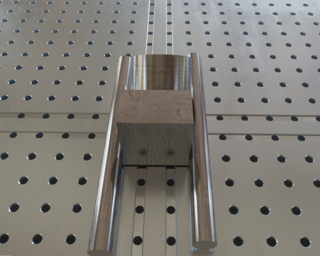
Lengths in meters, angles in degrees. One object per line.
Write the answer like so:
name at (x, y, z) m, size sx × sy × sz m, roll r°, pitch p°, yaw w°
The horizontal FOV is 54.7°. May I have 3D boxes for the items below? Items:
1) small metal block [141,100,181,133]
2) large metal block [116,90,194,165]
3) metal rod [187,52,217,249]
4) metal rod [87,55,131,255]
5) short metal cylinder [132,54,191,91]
small metal block at (0.001, -0.017, 0.405) m, size 0.050 × 0.050 × 0.025 m, roll 1°, pitch 50°, yaw 0°
large metal block at (-0.005, 0.001, 0.368) m, size 0.081 × 0.080 × 0.050 m, roll 1°, pitch 50°, yaw 0°
metal rod at (0.050, 0.002, 0.406) m, size 0.025 × 0.025 × 0.300 m, roll 2°, pitch 50°, yaw 1°
metal rod at (-0.057, 0.008, 0.400) m, size 0.025 × 0.025 × 0.300 m, roll 1°, pitch 50°, yaw 0°
short metal cylinder at (0.002, -0.070, 0.422) m, size 0.081 × 0.050 × 0.080 m, roll 1°, pitch 6°, yaw 0°
